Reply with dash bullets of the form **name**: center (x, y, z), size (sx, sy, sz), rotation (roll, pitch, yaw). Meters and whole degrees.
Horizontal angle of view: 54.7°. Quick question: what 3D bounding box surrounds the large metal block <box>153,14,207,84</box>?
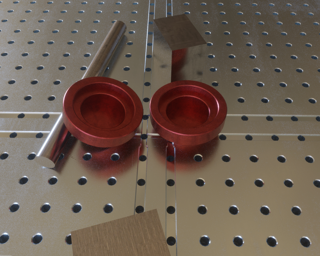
- **large metal block**: center (0.027, -0.111, 0.465), size (0.050, 0.080, 0.080), rotation (-15, 52, -12)

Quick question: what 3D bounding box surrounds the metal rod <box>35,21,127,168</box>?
- **metal rod**: center (-0.105, -0.071, 0.466), size (0.025, 0.025, 0.300), rotation (10, 51, 8)

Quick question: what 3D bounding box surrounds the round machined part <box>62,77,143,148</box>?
- **round machined part**: center (-0.074, -0.016, 0.398), size (0.099, 0.042, 0.098), rotation (10, 53, -14)

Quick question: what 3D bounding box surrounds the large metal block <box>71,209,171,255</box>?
- **large metal block**: center (-0.031, 0.130, 0.281), size (0.081, 0.050, 0.080), rotation (-12, 51, -10)

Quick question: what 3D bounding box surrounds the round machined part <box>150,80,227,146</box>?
- **round machined part**: center (0.036, -0.016, 0.410), size (0.099, 0.042, 0.098), rotation (0, 50, 0)
